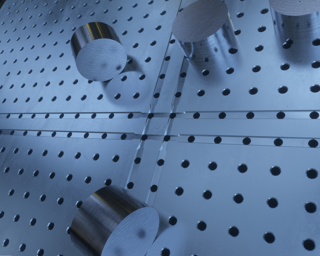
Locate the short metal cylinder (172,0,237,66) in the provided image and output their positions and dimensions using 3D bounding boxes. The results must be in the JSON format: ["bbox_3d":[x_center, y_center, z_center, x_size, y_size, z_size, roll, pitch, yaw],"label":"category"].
[{"bbox_3d":[0.064,-0.136,0.442,0.080,0.050,0.080,-13,56,21],"label":"short metal cylinder"}]

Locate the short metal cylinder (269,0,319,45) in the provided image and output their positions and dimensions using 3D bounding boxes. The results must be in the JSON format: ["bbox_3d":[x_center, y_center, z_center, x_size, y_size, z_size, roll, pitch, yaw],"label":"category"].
[{"bbox_3d":[0.183,-0.152,0.390,0.080,0.050,0.080,-13,56,21],"label":"short metal cylinder"}]

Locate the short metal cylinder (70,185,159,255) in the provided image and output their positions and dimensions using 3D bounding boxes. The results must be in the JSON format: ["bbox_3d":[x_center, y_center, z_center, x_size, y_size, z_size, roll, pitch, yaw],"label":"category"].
[{"bbox_3d":[-0.047,0.108,0.331,0.050,0.080,0.080,25,76,37],"label":"short metal cylinder"}]

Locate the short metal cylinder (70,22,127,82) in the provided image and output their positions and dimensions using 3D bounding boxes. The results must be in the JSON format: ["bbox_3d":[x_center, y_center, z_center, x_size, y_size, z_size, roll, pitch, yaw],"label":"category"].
[{"bbox_3d":[-0.099,-0.122,0.500,0.080,0.080,0.050,-32,52,7],"label":"short metal cylinder"}]
